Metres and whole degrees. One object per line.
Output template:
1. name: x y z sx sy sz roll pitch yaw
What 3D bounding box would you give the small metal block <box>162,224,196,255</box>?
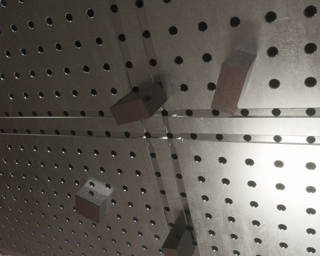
1. small metal block: 0.031 0.192 0.496 0.025 0.050 0.050 -6 116 30

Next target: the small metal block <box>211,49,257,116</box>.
1. small metal block: 0.077 -0.049 0.324 0.025 0.050 0.050 20 126 16

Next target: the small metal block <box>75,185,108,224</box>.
1. small metal block: -0.125 0.139 0.560 0.050 0.025 0.050 22 126 15

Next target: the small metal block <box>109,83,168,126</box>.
1. small metal block: -0.026 -0.030 0.389 0.050 0.050 0.025 -13 112 33
